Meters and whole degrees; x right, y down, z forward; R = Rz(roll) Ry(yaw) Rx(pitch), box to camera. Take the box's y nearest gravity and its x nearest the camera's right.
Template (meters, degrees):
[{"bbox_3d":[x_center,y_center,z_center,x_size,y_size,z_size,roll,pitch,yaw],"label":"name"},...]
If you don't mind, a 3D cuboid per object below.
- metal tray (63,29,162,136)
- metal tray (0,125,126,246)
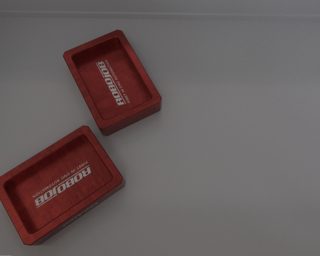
[{"bbox_3d":[-0.066,-0.065,0.429,0.090,0.030,0.130,-26,72,-10],"label":"metal tray"},{"bbox_3d":[-0.121,0.068,0.380,0.131,0.030,0.090,-34,74,-12],"label":"metal tray"}]
